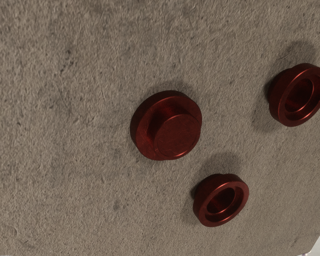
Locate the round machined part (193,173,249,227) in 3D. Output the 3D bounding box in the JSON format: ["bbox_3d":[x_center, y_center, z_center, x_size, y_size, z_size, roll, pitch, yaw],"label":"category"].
[{"bbox_3d":[0.098,0.116,0.524,0.099,0.042,0.097,-14,125,-21],"label":"round machined part"}]

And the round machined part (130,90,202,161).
[{"bbox_3d":[0.014,0.003,0.407,0.099,0.042,0.097,-14,125,-21],"label":"round machined part"}]

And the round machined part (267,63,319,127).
[{"bbox_3d":[0.207,-0.054,0.479,0.099,0.042,0.097,-14,125,-21],"label":"round machined part"}]
